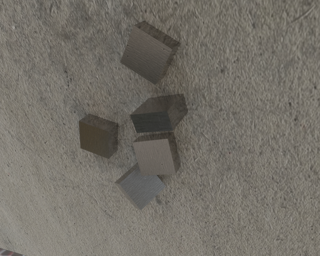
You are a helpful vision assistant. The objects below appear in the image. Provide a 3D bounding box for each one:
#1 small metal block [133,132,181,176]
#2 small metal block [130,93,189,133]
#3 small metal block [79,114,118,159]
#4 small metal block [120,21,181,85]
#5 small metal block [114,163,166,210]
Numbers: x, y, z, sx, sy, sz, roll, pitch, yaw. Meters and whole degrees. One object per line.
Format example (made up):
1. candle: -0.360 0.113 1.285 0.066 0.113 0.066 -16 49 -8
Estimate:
1. small metal block: -0.004 0.036 0.421 0.050 0.025 0.050 -7 106 21
2. small metal block: 0.000 -0.018 0.379 0.050 0.050 0.025 -4 116 30
3. small metal block: -0.091 0.012 0.463 0.050 0.025 0.050 18 126 17
4. small metal block: -0.012 -0.087 0.359 0.050 0.025 0.050 34 129 6
5. small metal block: -0.029 0.083 0.454 0.050 0.050 0.025 53 158 -10
